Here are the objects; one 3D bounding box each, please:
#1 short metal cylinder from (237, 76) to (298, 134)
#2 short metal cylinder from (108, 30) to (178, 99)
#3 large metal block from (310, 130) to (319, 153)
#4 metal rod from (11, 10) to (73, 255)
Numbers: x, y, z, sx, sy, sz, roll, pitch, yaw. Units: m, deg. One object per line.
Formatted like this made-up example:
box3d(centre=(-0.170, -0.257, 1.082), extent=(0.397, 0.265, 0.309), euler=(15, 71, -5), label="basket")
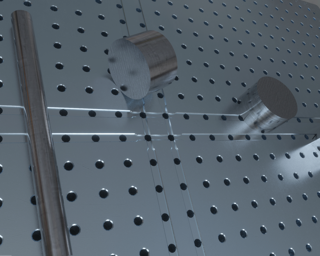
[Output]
box3d(centre=(0.176, -0.038, 0.509), extent=(0.081, 0.050, 0.080), euler=(13, 56, -21), label="short metal cylinder")
box3d(centre=(-0.024, -0.084, 0.411), extent=(0.050, 0.080, 0.080), euler=(-31, 79, -38), label="short metal cylinder")
box3d(centre=(0.326, 0.009, 0.542), extent=(0.081, 0.080, 0.050), euler=(-35, 82, -38), label="large metal block")
box3d(centre=(-0.135, -0.011, 0.341), extent=(0.025, 0.025, 0.299), euler=(-4, 64, -30), label="metal rod")
